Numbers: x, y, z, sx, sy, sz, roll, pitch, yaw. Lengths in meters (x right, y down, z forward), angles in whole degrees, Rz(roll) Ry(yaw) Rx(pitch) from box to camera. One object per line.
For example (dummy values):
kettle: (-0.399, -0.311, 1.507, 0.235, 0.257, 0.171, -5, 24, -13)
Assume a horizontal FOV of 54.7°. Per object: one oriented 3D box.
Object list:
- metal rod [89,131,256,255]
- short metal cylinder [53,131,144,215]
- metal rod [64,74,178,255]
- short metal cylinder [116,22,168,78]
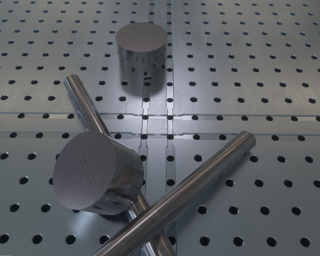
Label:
metal rod: (0.007, 0.080, 0.310, 0.025, 0.025, 0.302, 37, 50, 27)
short metal cylinder: (-0.064, 0.049, 0.327, 0.080, 0.050, 0.080, -12, 64, 26)
metal rod: (-0.062, 0.031, 0.380, 0.025, 0.025, 0.300, -22, 54, -18)
short metal cylinder: (-0.028, -0.126, 0.497, 0.081, 0.050, 0.080, 0, 50, 0)
